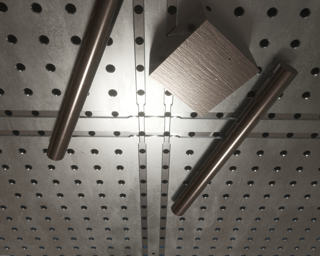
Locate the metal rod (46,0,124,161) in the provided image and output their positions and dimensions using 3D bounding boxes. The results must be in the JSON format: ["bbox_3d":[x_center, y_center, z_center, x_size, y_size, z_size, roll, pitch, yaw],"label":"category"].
[{"bbox_3d":[-0.085,-0.066,0.353,0.025,0.025,0.298,19,127,-16],"label":"metal rod"}]

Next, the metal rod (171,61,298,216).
[{"bbox_3d":[0.089,0.036,0.443,0.025,0.025,0.298,18,128,-15],"label":"metal rod"}]

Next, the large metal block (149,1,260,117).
[{"bbox_3d":[0.045,-0.071,0.335,0.080,0.050,0.080,34,122,-26],"label":"large metal block"}]
